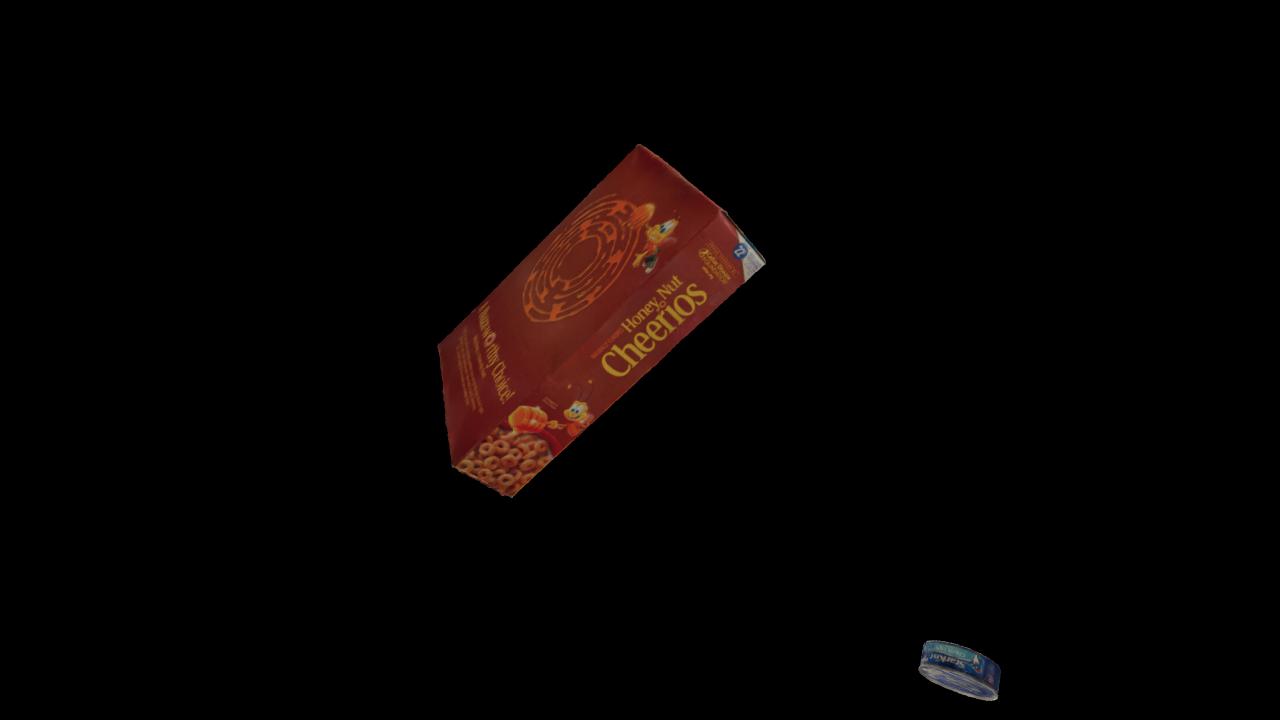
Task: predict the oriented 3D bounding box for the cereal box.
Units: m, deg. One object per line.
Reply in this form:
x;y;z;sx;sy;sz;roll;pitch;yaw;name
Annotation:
-0.055;-0.047;0.576;0.081;0.306;0.203;41;10;-37;cereal box

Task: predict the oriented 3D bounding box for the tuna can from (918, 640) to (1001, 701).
0.376;0.364;0.724;0.084;0.034;0.084;21;-30;13;tuna can
